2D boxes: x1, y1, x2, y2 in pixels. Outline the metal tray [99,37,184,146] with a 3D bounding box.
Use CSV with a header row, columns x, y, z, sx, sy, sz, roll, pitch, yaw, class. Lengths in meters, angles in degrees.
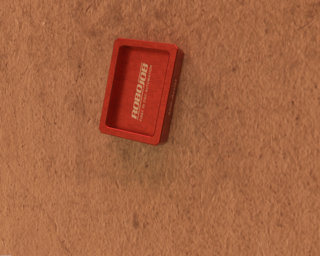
x,y,z,sx,sy,sz,roll,pitch,yaw,class
-0.025,-0.049,0.415,0.090,0.030,0.129,12,94,19,metal tray
